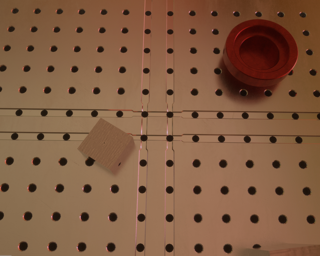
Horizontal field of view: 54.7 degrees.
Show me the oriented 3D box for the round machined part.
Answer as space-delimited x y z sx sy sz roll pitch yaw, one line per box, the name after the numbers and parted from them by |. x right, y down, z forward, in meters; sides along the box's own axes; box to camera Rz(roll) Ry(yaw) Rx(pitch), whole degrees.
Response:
0.139 -0.102 0.441 0.099 0.042 0.098 0 70 0 | round machined part

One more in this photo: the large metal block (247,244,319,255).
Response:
0.134 0.166 0.323 0.050 0.080 0.080 -6 70 -2 | large metal block

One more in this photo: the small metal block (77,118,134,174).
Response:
-0.069 0.023 0.403 0.050 0.025 0.050 31 73 10 | small metal block
